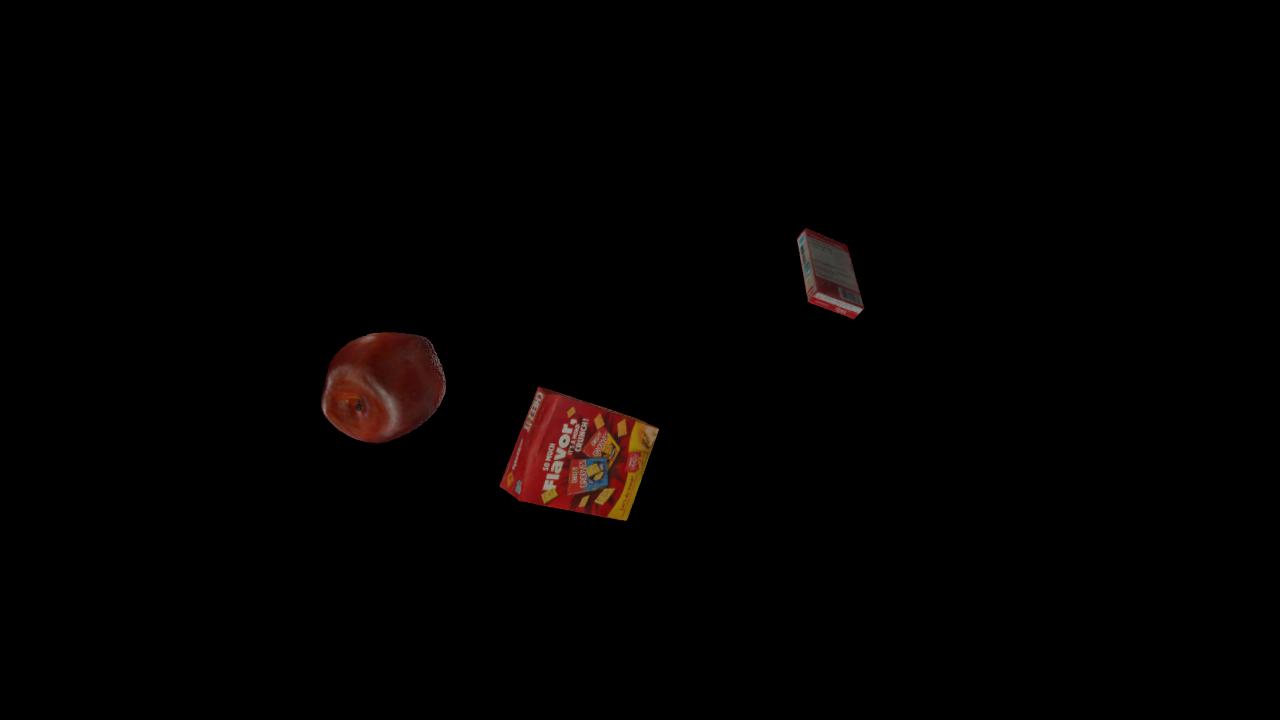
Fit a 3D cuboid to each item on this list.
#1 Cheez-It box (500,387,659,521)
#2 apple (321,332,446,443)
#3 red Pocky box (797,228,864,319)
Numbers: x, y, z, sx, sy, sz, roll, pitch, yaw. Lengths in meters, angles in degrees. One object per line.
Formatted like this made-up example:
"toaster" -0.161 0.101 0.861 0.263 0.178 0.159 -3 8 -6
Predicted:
"Cheez-It box" -0.089 0.152 0.971 0.223 0.166 0.071 23 -4 -41
"apple" -0.183 0.018 0.448 0.079 0.079 0.093 0 22 8
"red Pocky box" 0.287 -0.133 0.936 0.083 0.155 0.028 18 -44 -13
